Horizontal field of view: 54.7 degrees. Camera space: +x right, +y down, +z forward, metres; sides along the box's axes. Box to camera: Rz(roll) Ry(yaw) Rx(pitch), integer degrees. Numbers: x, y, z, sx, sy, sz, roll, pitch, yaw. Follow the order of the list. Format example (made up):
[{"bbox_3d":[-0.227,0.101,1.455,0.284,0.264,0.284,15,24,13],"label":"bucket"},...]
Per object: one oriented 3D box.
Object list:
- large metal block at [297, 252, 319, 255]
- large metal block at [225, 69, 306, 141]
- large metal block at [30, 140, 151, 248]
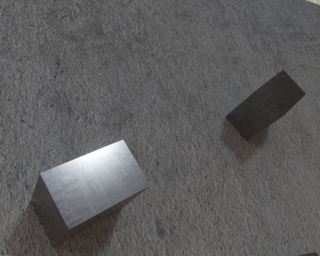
[{"bbox_3d":[0.179,0.207,0.357,0.080,0.050,0.080,44,51,2],"label":"large metal block"},{"bbox_3d":[0.161,-0.034,0.476,0.081,0.080,0.050,-33,81,-38],"label":"large metal block"},{"bbox_3d":[-0.068,0.062,0.293,0.081,0.080,0.050,-23,74,-36],"label":"large metal block"}]
